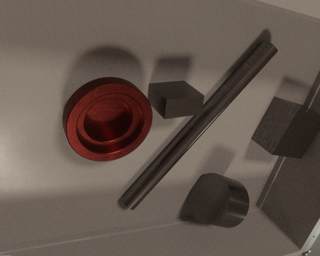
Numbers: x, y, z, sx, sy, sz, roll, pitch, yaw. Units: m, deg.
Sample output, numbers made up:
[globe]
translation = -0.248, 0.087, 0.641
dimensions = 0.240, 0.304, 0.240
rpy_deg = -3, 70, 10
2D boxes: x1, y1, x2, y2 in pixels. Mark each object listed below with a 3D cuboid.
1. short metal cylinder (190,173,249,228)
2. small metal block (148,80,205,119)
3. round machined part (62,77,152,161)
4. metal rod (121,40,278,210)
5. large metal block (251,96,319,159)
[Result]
[short metal cylinder]
translation = 0.095, 0.117, 0.500
dimensions = 0.050, 0.080, 0.080
rpy_deg = 23, 106, -37
[small metal block]
translation = 0.018, -0.036, 0.382
dimensions = 0.050, 0.050, 0.025
rpy_deg = -9, 122, -24
[round machined part]
translation = -0.062, -0.013, 0.357
dimensions = 0.099, 0.042, 0.097
rpy_deg = -14, 125, -21
[metal rod]
translation = 0.052, -0.001, 0.438
dimensions = 0.299, 0.025, 0.025
rpy_deg = -48, 129, 6
[large metal block]
translation = 0.212, 0.001, 0.512
dimensions = 0.081, 0.050, 0.079
rpy_deg = 10, 114, -33
